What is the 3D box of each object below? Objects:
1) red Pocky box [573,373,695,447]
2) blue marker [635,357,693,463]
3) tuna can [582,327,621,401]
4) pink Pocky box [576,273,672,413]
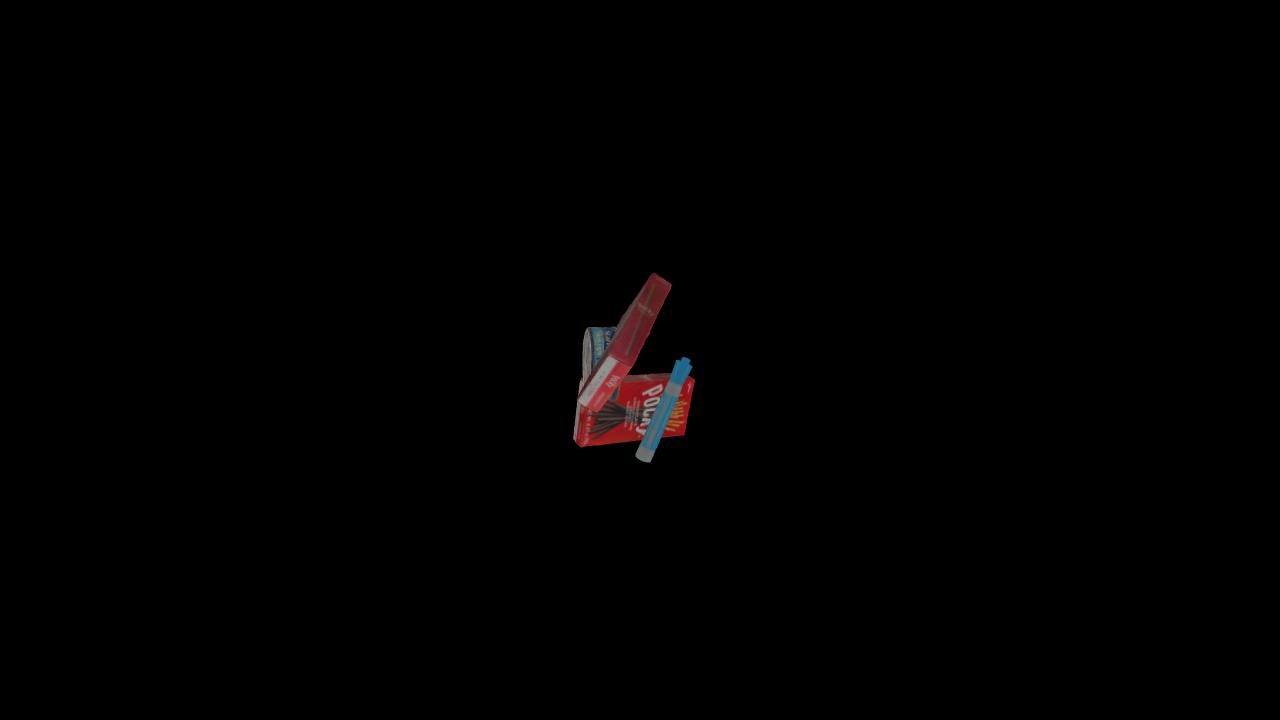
[{"bbox_3d":[-0.005,0.060,0.769,0.155,0.083,0.028,-3,19,-31],"label":"red Pocky box"},{"bbox_3d":[0.026,0.053,0.660,0.020,0.121,0.020,22,10,-4],"label":"blue marker"},{"bbox_3d":[-0.044,0.004,0.692,0.034,0.084,0.084,0,0,-12],"label":"tuna can"},{"bbox_3d":[-0.015,-0.022,0.662,0.029,0.155,0.084,32,-48,-6],"label":"pink Pocky box"}]
